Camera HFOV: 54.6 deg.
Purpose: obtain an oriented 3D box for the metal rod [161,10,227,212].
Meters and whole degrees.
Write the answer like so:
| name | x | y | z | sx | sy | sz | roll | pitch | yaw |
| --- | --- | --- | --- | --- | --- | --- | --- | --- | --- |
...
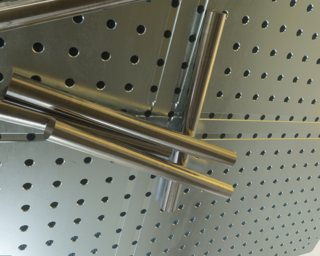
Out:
| name | x | y | z | sx | sy | sz | roll | pitch | yaw |
| --- | --- | --- | --- | --- | --- | --- | --- | --- | --- |
| metal rod | 0.039 | -0.005 | 0.428 | 0.025 | 0.025 | 0.298 | -3 | 120 | -27 |

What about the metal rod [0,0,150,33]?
| name | x | y | z | sx | sy | sz | roll | pitch | yaw |
| --- | --- | --- | --- | --- | --- | --- | --- | --- | --- |
| metal rod | -0.122 | -0.104 | 0.279 | 0.302 | 0.025 | 0.025 | -19 | 126 | -17 |

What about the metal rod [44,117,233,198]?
| name | x | y | z | sx | sy | sz | roll | pitch | yaw |
| --- | --- | --- | --- | --- | --- | --- | --- | --- | --- |
| metal rod | -0.003 | 0.050 | 0.406 | 0.301 | 0.025 | 0.025 | 25 | 105 | -37 |

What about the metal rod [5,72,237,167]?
| name | x | y | z | sx | sy | sz | roll | pitch | yaw |
| --- | --- | --- | --- | --- | --- | --- | --- | --- | --- |
| metal rod | -0.023 | 0.001 | 0.376 | 0.302 | 0.025 | 0.025 | 19 | 108 | -29 |

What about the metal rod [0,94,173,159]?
| name | x | y | z | sx | sy | sz | roll | pitch | yaw |
| --- | --- | --- | --- | --- | --- | --- | --- | --- | --- |
| metal rod | -0.108 | -0.005 | 0.348 | 0.302 | 0.025 | 0.025 | 17 | 110 | -35 |
